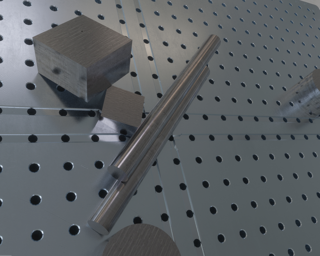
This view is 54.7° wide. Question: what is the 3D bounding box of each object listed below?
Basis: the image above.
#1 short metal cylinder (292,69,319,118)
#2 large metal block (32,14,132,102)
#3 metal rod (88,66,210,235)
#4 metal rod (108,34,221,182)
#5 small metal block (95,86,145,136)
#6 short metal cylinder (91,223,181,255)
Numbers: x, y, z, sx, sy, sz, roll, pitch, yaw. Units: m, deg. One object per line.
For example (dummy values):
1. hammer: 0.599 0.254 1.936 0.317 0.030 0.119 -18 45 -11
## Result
1. short metal cylinder: 0.305 -0.067 0.598 0.081 0.050 0.080 14 56 -21
2. large metal block: -0.093 -0.088 0.381 0.080 0.050 0.080 31 49 16
3. metal rod: 0.003 0.004 0.407 0.025 0.025 0.301 37 51 -4
4. metal rod: 0.022 -0.048 0.422 0.025 0.025 0.301 38 51 -3
5. small metal block: -0.050 -0.022 0.395 0.050 0.025 0.050 18 55 -18
6. short metal cylinder: -0.025 0.137 0.295 0.081 0.050 0.080 14 56 -21
